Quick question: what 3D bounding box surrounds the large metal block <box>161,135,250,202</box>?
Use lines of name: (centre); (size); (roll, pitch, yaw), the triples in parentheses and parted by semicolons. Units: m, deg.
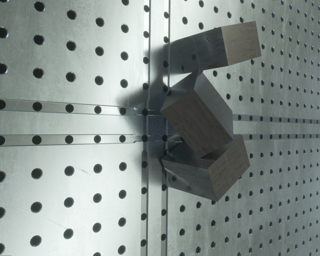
large metal block: (0.063, 0.048, 0.427); (0.080, 0.080, 0.050); (-36, 117, -34)

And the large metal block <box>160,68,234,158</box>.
large metal block: (0.052, -0.022, 0.406); (0.080, 0.050, 0.080); (49, 27, -16)

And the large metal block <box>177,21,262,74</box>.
large metal block: (0.085, -0.116, 0.447); (0.081, 0.080, 0.050); (-23, 105, -38)
